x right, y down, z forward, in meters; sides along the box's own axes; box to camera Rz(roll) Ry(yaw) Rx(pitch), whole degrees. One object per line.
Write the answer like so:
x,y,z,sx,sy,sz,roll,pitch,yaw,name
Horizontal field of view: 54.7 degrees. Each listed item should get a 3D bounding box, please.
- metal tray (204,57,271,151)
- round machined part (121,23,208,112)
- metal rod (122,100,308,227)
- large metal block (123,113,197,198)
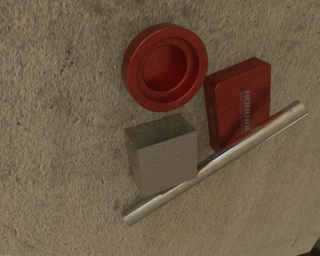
0.115,-0.027,0.452,0.091,0.030,0.129,-24,128,-14,metal tray
0.002,-0.071,0.355,0.099,0.042,0.097,-14,125,-21,round machined part
0.074,0.054,0.449,0.300,0.025,0.025,-34,130,7,metal rod
0.002,0.035,0.415,0.081,0.050,0.079,-17,126,-19,large metal block
